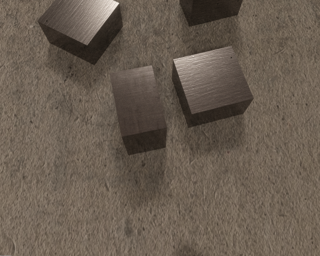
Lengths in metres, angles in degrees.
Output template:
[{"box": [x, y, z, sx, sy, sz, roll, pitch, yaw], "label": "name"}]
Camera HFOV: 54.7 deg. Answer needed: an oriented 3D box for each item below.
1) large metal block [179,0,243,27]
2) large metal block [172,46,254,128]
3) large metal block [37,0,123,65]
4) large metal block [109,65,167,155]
[{"box": [0.077, -0.203, 0.454, 0.081, 0.080, 0.050, -16, 71, -6], "label": "large metal block"}, {"box": [0.067, -0.054, 0.416, 0.081, 0.050, 0.080, -15, 71, -6], "label": "large metal block"}, {"box": [-0.112, -0.151, 0.449, 0.080, 0.050, 0.080, 28, 72, 9], "label": "large metal block"}, {"box": [-0.026, -0.019, 0.385, 0.050, 0.080, 0.080, -12, 71, -5], "label": "large metal block"}]
